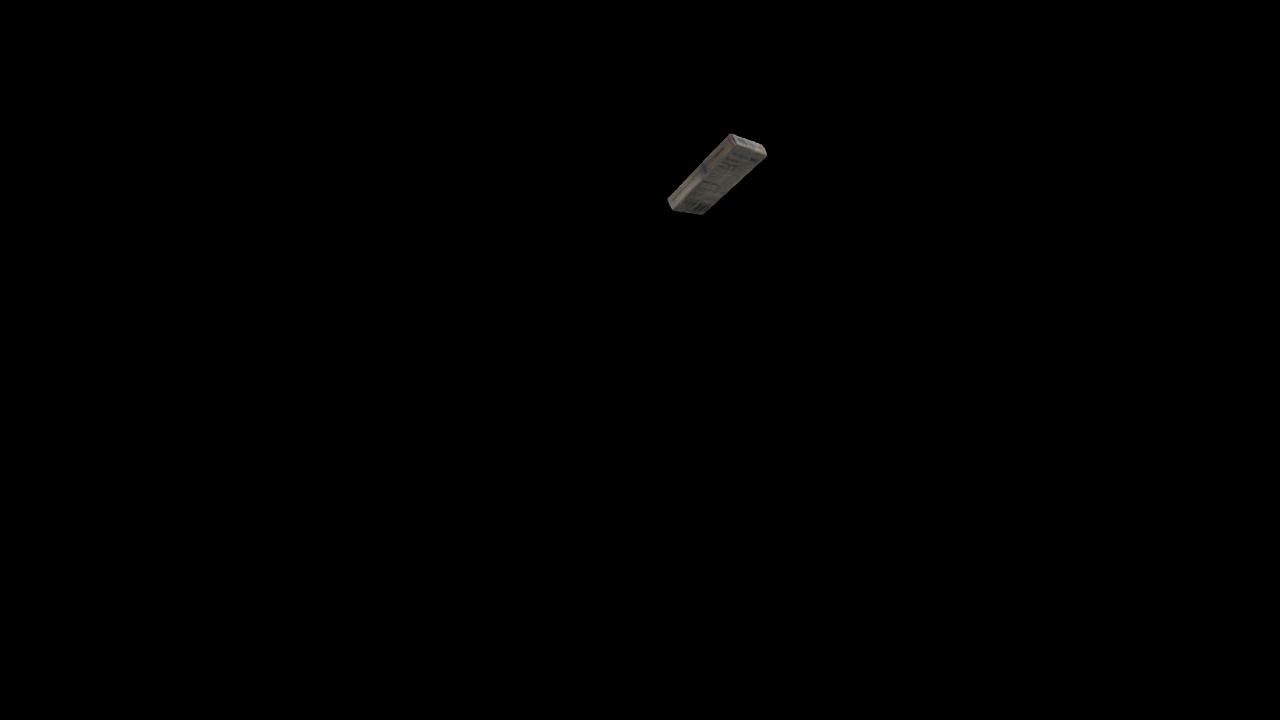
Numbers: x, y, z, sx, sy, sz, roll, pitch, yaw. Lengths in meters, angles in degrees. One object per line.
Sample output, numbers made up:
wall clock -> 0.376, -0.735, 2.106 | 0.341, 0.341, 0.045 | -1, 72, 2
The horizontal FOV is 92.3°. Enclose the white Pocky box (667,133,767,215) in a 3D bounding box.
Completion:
white Pocky box -> 0.122, -0.292, 0.987 | 0.084, 0.028, 0.154 | -4, -26, -44
